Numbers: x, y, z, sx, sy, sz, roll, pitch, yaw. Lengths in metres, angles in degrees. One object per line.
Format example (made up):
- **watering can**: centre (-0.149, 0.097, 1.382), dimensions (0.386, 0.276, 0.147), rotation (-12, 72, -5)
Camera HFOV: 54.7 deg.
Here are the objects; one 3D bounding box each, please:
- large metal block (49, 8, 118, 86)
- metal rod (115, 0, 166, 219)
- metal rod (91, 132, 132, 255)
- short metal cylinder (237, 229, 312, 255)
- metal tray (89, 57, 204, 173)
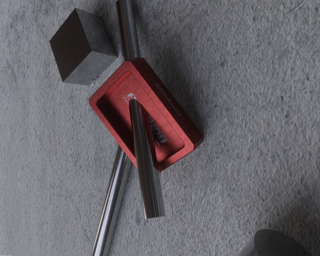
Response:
- **large metal block**: centre (-0.121, -0.124, 0.486), dimensions (0.080, 0.050, 0.080), rotation (-35, 69, 34)
- **metal rod**: centre (-0.029, -0.038, 0.400), dimensions (0.025, 0.025, 0.299), rotation (-23, 67, 37)
- **metal rod**: centre (-0.080, 0.144, 0.468), dimensions (0.025, 0.025, 0.298), rotation (25, 105, 37)
- **short metal cylinder**: centre (0.107, 0.140, 0.280), dimensions (0.080, 0.081, 0.050), rotation (43, 116, 31)
- **metal tray**: centre (-0.020, -0.010, 0.387), dimensions (0.090, 0.030, 0.130), rotation (-38, 88, 33)
